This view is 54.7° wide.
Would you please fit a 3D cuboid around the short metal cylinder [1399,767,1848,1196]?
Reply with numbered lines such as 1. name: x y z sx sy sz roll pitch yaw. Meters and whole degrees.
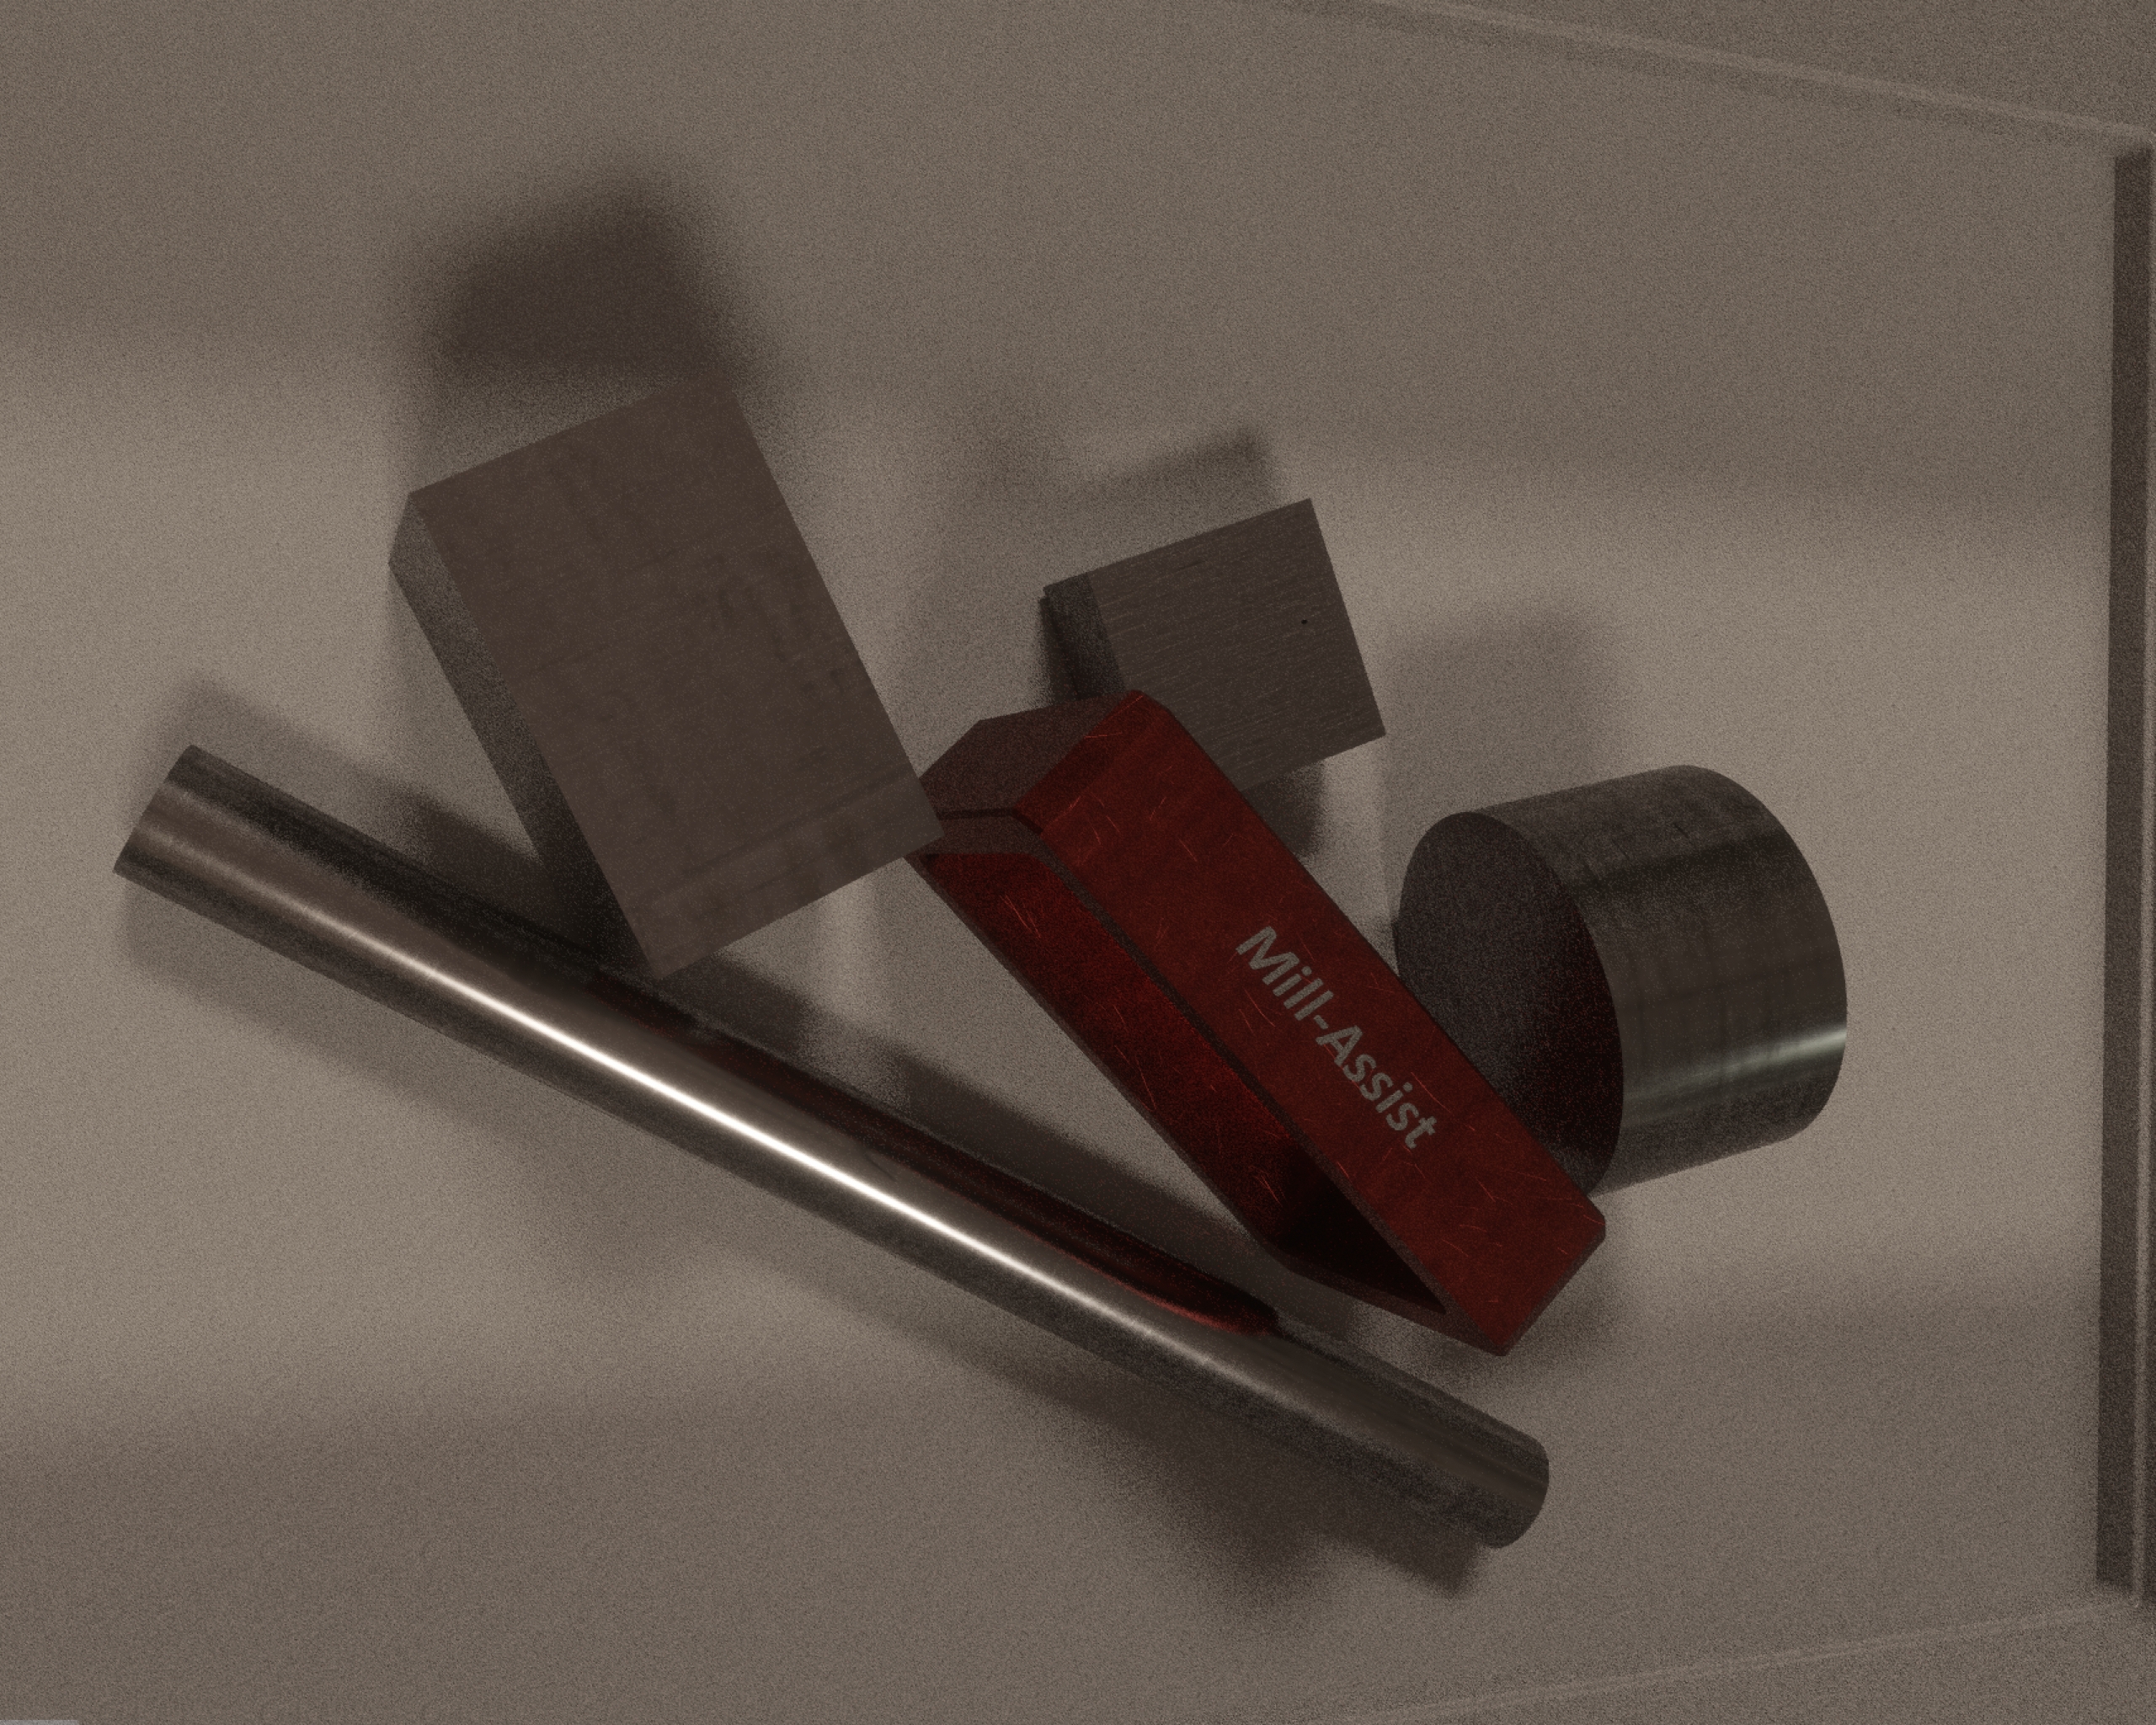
1. short metal cylinder: 0.107 0.024 0.421 0.050 0.080 0.079 -12 95 -19

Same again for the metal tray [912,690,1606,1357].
1. metal tray: 0.027 0.029 0.385 0.030 0.090 0.130 -46 105 -15

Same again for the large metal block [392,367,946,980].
1. large metal block: -0.073 -0.029 0.353 0.050 0.080 0.080 -28 100 -18

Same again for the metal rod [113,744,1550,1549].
1. metal rod: -0.032 0.062 0.398 0.301 0.025 0.025 30 80 -18

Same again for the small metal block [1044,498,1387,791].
1. small metal block: 0.028 -0.040 0.419 0.050 0.025 0.050 -21 97 -19
